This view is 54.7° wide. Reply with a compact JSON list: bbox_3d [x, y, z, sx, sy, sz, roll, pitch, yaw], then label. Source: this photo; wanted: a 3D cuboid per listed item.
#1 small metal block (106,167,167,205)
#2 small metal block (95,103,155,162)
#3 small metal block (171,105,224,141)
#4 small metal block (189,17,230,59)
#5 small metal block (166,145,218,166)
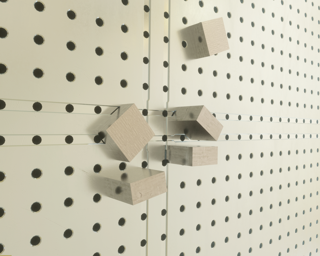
[{"bbox_3d":[-0.028,0.068,0.371,0.050,0.050,0.025,-13,98,-40],"label":"small metal block"},{"bbox_3d":[-0.041,0.005,0.376,0.050,0.025,0.050,-48,119,-30],"label":"small metal block"},{"bbox_3d":[0.052,-0.006,0.439,0.050,0.050,0.025,42,65,-32],"label":"small metal block"},{"bbox_3d":[0.077,-0.138,0.476,0.050,0.025,0.050,-27,107,-37],"label":"small metal block"},{"bbox_3d":[0.045,0.037,0.433,0.050,0.050,0.025,2,89,-40],"label":"small metal block"}]
